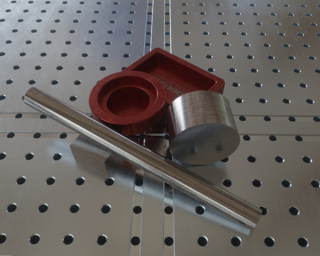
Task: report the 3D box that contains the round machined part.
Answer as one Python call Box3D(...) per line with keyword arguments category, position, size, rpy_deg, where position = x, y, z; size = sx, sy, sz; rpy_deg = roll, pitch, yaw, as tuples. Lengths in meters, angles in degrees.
Box3D(category="round machined part", position=(-0.041, -0.028, 0.409), size=(0.099, 0.042, 0.098), rpy_deg=(-1, 50, 1))

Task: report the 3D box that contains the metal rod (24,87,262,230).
Box3D(category="metal rod", position=(-0.028, 0.029, 0.356), size=(0.301, 0.025, 0.025), rpy_deg=(28, 55, 10))

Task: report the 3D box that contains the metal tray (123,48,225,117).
Box3D(category="metal tray", position=(0.017, -0.063, 0.457), size=(0.130, 0.030, 0.090), rpy_deg=(32, 56, 24))

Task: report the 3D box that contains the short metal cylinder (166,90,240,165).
Box3D(category="short metal cylinder", position=(0.049, 0.001, 0.370), size=(0.081, 0.080, 0.050), rpy_deg=(-3, 50, -3))

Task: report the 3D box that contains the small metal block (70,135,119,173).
Box3D(category="small metal block", position=(-0.075, 0.022, 0.389), size=(0.050, 0.025, 0.050), rpy_deg=(22, 53, 17))
